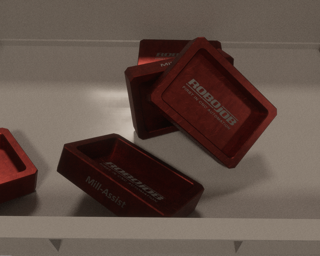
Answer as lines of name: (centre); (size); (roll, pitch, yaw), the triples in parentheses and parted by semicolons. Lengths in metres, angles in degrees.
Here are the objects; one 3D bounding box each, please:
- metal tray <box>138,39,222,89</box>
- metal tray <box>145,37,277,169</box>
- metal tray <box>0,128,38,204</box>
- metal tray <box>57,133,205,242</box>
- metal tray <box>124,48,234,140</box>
metal tray: (0.032, -0.100, 0.487); (0.131, 0.030, 0.090); (1, 50, 0)
metal tray: (0.060, -0.027, 0.355); (0.130, 0.030, 0.090); (40, 85, -15)
metal tray: (-0.211, 0.048, 0.325); (0.131, 0.030, 0.090); (-16, 47, -43)
metal tray: (-0.029, 0.053, 0.325); (0.130, 0.030, 0.090); (29, 20, 22)
metal tray: (0.027, -0.043, 0.396); (0.131, 0.089, 0.030); (-14, 36, -12)
